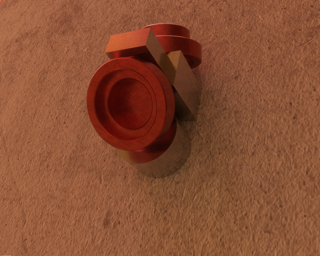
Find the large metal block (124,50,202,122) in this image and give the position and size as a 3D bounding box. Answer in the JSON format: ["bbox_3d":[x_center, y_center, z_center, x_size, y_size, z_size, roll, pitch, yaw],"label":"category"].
[{"bbox_3d":[0.000,-0.049,0.398,0.080,0.080,0.050,-2,61,27],"label":"large metal block"}]

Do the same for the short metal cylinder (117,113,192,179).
[{"bbox_3d":[-0.007,0.017,0.383,0.080,0.050,0.080,-13,56,20],"label":"short metal cylinder"}]

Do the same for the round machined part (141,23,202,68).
[{"bbox_3d":[0.006,-0.107,0.415,0.098,0.098,0.042,-2,86,27],"label":"round machined part"}]

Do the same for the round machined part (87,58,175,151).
[{"bbox_3d":[-0.028,-0.027,0.339,0.098,0.042,0.097,6,103,26],"label":"round machined part"}]

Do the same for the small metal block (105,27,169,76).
[{"bbox_3d":[-0.024,-0.081,0.347,0.050,0.050,0.025,-3,60,27],"label":"small metal block"}]
